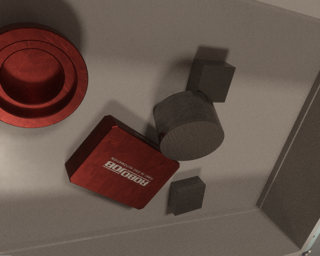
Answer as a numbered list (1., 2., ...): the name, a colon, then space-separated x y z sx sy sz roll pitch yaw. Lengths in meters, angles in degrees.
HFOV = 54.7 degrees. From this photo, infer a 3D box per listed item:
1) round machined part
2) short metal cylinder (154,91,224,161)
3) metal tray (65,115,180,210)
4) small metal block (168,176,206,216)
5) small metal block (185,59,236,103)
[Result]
1. round machined part: -0.123 -0.052 0.299 0.099 0.042 0.097 -14 125 -21
2. short metal cylinder: 0.036 -0.001 0.395 0.081 0.050 0.080 -7 141 -6
3. metal tray: -0.046 0.051 0.413 0.090 0.030 0.130 -50 129 7
4. small metal block: 0.043 0.110 0.502 0.050 0.025 0.050 -9 123 -24
5. small metal block: 0.066 -0.062 0.408 0.050 0.025 0.050 -2 119 -28
